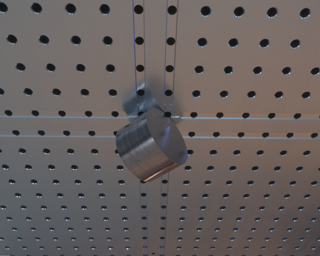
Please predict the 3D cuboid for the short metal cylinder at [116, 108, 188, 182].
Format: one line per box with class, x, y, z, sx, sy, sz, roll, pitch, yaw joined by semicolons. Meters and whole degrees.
short metal cylinder;-0.009;0.021;0.393;0.050;0.080;0.080;-33;123;24
